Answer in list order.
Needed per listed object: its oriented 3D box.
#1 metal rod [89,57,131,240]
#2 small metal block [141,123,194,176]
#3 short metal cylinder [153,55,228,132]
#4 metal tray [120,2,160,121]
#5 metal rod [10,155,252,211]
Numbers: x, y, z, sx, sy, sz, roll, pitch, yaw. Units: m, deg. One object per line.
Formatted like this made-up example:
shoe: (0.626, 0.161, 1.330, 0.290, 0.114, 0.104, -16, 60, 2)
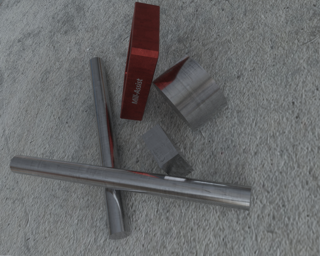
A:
metal rod: (-0.077, 0.006, 0.440, 0.025, 0.025, 0.299, -25, 53, 13)
small metal block: (0.009, 0.030, 0.365, 0.025, 0.050, 0.050, -37, 51, 4)
short metal cylinder: (0.035, -0.041, 0.375, 0.050, 0.080, 0.080, -40, 51, 1)
metal tray: (-0.028, -0.081, 0.402, 0.030, 0.129, 0.090, 7, 56, -9)
metal rod: (-0.050, 0.060, 0.363, 0.301, 0.025, 0.025, 5, 64, 20)
